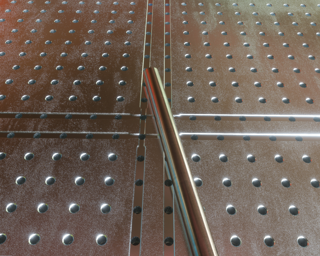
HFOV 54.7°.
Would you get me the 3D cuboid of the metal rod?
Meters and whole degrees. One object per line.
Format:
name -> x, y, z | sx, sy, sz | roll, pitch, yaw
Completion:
metal rod -> 0.018, 0.028, 0.383 | 0.025, 0.025, 0.300 | -9, 51, -8
